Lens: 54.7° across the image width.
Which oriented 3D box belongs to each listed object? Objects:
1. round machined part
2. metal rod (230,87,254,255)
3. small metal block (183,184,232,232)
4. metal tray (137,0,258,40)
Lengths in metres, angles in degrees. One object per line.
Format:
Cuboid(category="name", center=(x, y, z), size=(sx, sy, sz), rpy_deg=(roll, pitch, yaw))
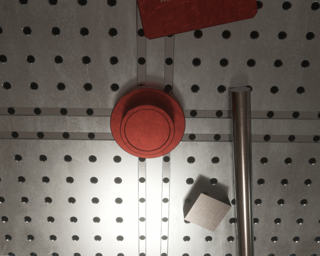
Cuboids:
Cuboid(category="round machined part", center=(-0.016, -0.004, 0.403), size=(0.099, 0.042, 0.097), rpy_deg=(0, 110, -1))
Cuboid(category="metal rod", center=(0.121, 0.089, 0.448), size=(0.025, 0.025, 0.298), rpy_deg=(-7, 110, 2))
Cuboid(category="small metal block", center=(0.069, 0.118, 0.458), size=(0.050, 0.025, 0.050), rpy_deg=(26, 108, -10))
Cuboid(category="metal tray", center=(0.038, -0.160, 0.353), size=(0.131, 0.030, 0.089), rpy_deg=(-11, 110, 3))
